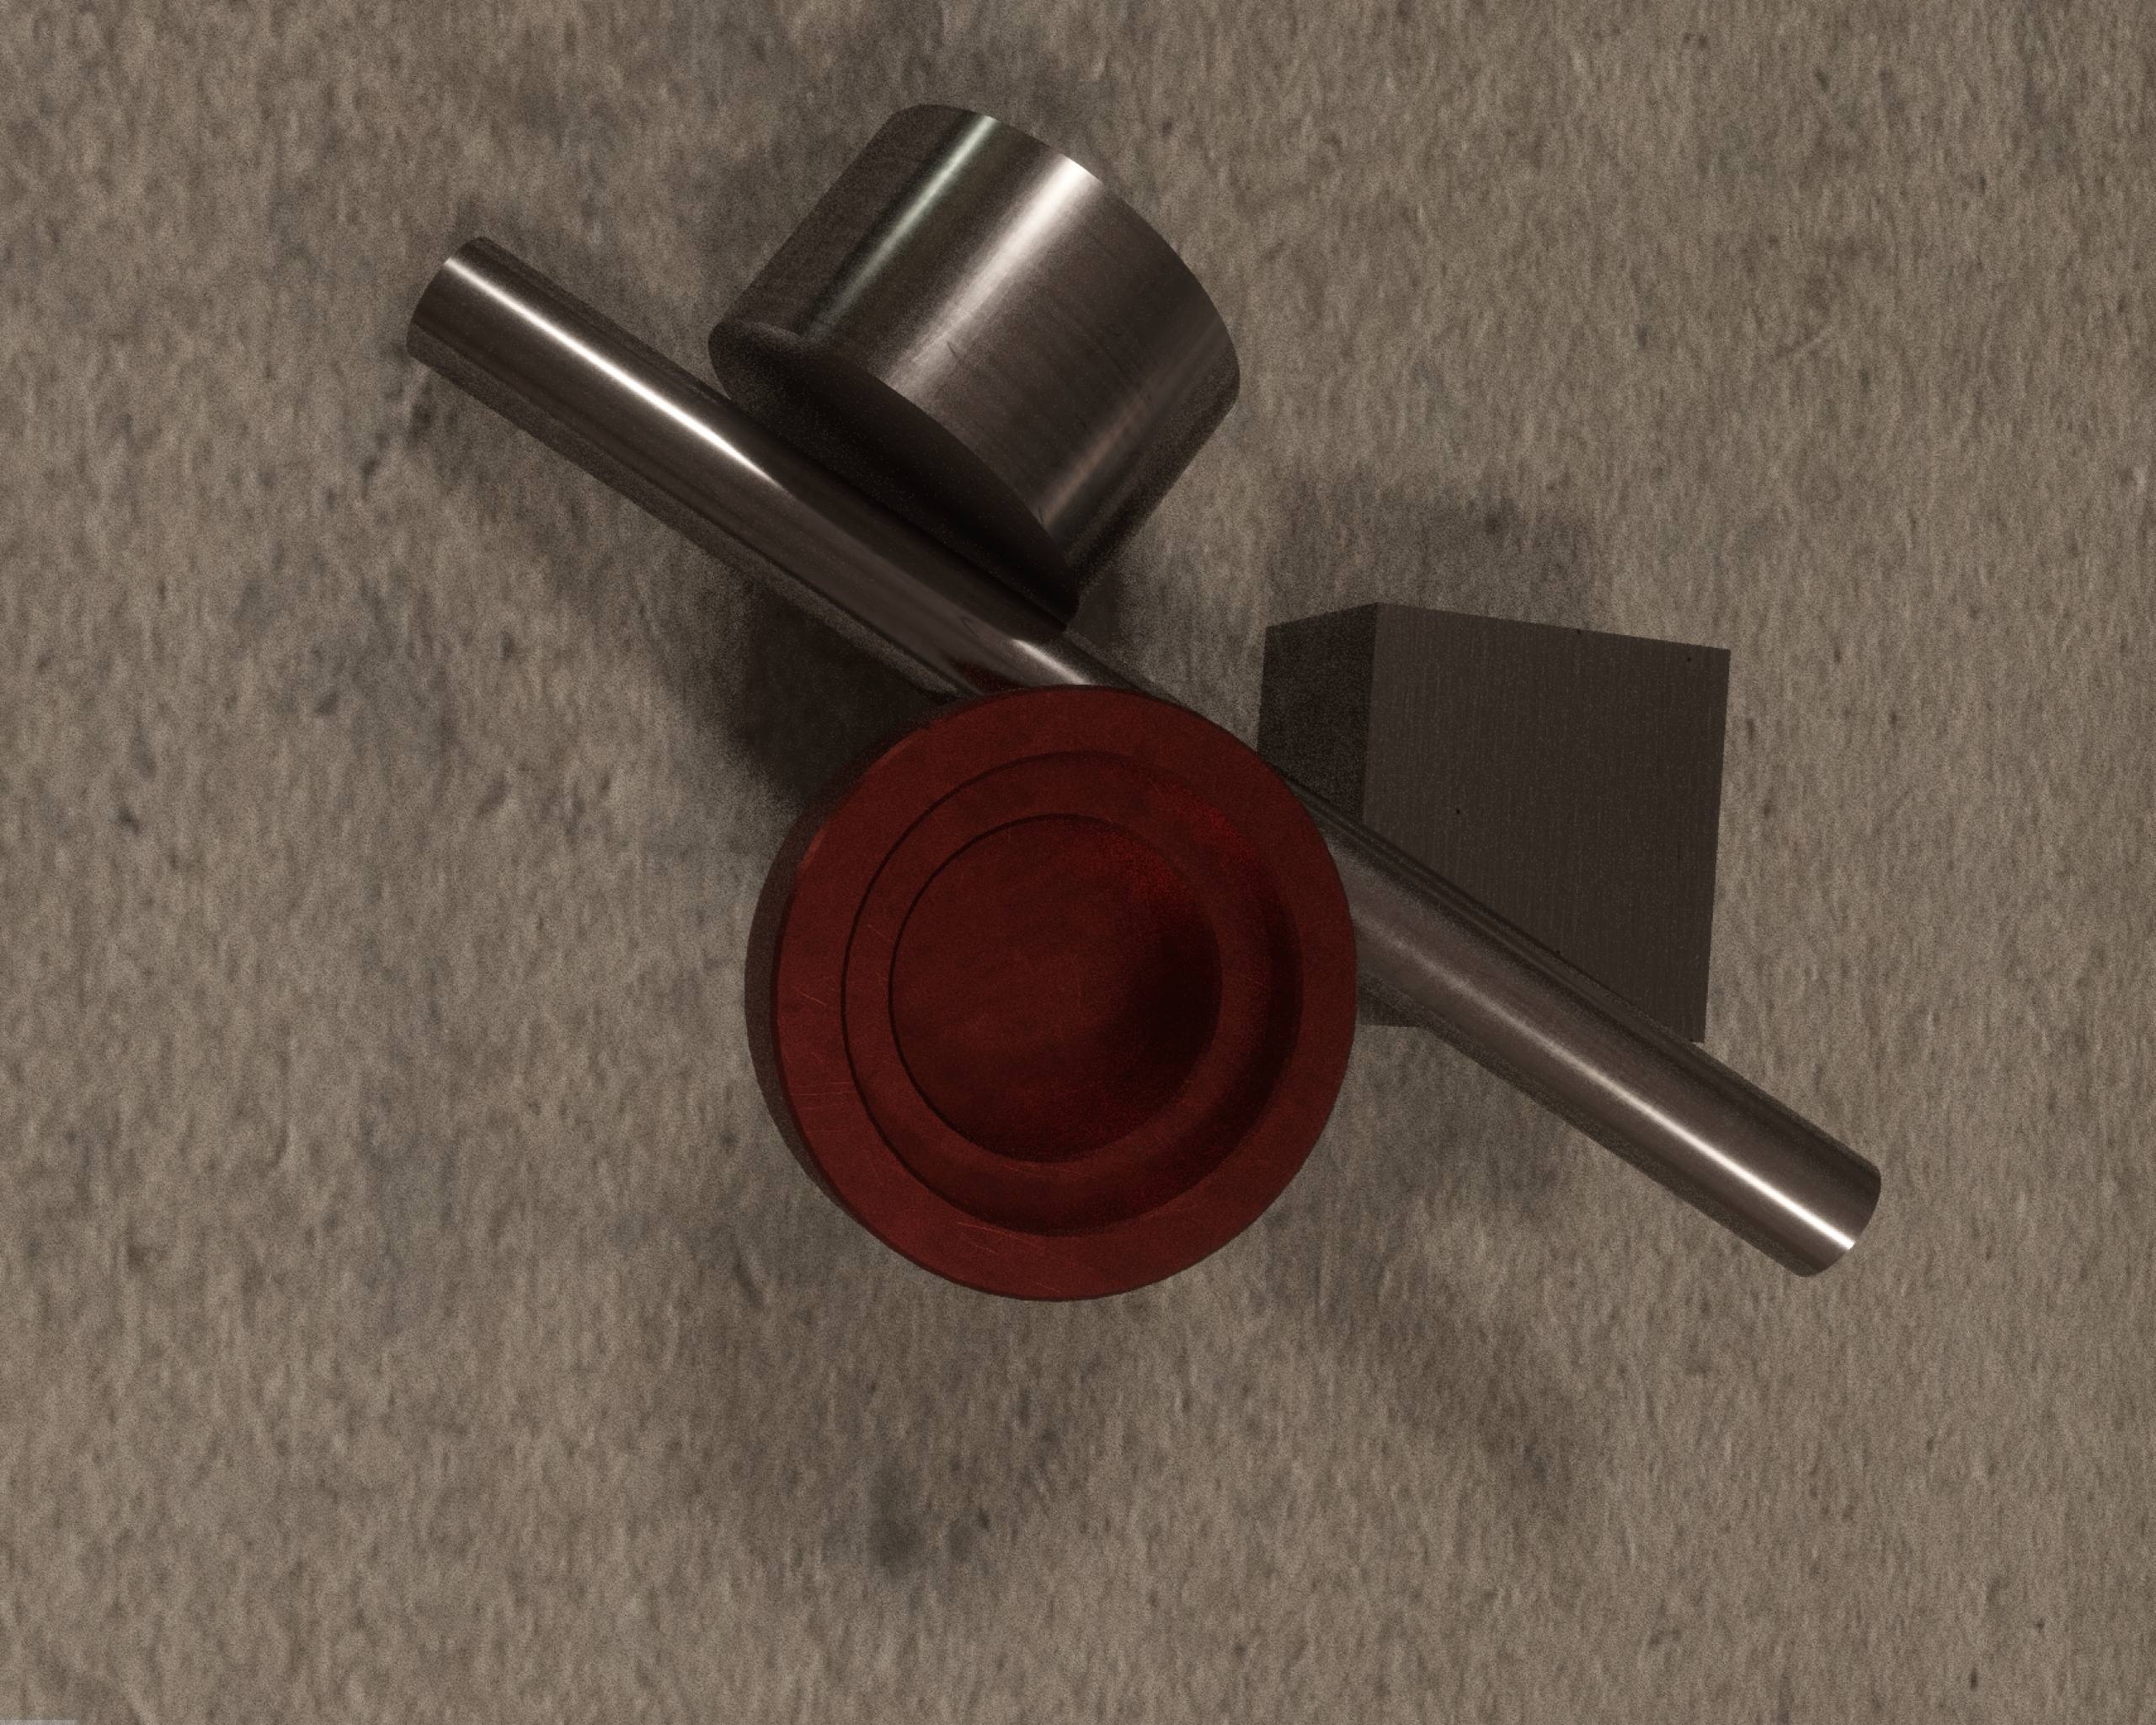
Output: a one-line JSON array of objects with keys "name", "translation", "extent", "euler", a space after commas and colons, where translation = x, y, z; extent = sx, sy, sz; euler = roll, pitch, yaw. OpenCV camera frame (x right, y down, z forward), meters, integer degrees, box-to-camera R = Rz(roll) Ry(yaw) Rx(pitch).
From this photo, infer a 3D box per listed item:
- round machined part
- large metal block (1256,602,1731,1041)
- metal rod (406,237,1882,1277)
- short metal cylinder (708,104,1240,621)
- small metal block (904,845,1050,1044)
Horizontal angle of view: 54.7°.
[{"name": "round machined part", "translation": [-0.007, 0.020, 0.347], "extent": [0.099, 0.042, 0.097], "euler": [-1, 92, -20]}, {"name": "large metal block", "translation": [0.083, -0.007, 0.429], "extent": [0.081, 0.050, 0.080], "euler": [5, 89, -20]}, {"name": "metal rod", "translation": [0.014, -0.017, 0.377], "extent": [0.301, 0.025, 0.025], "euler": [33, 79, -3]}, {"name": "short metal cylinder", "translation": [-0.018, -0.087, 0.375], "extent": [0.080, 0.080, 0.050], "euler": [39, 78, -16]}, {"name": "small metal block", "translation": [-0.026, 0.008, 0.389], "extent": [0.025, 0.050, 0.050], "euler": [-2, 91, -20]}]
